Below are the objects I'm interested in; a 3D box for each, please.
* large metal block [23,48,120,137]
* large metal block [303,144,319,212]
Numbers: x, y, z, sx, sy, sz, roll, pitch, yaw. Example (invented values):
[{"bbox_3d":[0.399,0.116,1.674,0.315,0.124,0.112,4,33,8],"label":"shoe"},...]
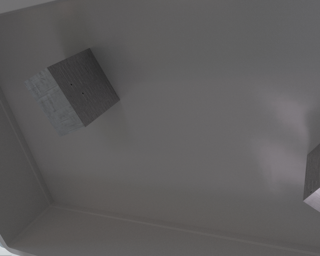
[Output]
[{"bbox_3d":[-0.110,-0.047,0.402,0.050,0.080,0.080,-18,109,35],"label":"large metal block"},{"bbox_3d":[0.188,0.037,0.297,0.050,0.080,0.079,34,129,6],"label":"large metal block"}]
